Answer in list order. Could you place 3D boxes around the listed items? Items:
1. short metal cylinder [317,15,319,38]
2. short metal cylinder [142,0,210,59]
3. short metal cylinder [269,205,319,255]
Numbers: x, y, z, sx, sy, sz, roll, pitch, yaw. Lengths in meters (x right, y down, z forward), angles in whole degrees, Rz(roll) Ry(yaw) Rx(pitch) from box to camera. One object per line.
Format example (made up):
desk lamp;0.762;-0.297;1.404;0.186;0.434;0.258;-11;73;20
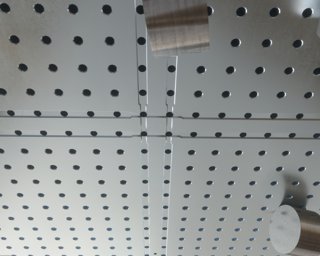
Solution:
short metal cylinder;0.192;-0.111;0.283;0.080;0.080;0.050;-5;130;4
short metal cylinder;0.015;-0.107;0.284;0.050;0.080;0.080;-8;130;6
short metal cylinder;0.233;0.176;0.528;0.050;0.080;0.079;16;128;-13
